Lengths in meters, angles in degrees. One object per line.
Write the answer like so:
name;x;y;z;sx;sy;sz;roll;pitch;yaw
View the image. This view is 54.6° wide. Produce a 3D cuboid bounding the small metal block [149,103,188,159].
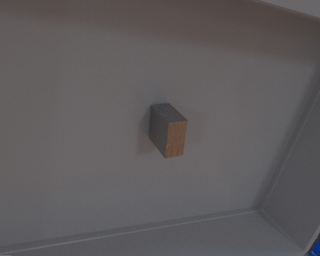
small metal block;0.009;0.003;0.394;0.025;0.050;0.050;-9;122;-24
